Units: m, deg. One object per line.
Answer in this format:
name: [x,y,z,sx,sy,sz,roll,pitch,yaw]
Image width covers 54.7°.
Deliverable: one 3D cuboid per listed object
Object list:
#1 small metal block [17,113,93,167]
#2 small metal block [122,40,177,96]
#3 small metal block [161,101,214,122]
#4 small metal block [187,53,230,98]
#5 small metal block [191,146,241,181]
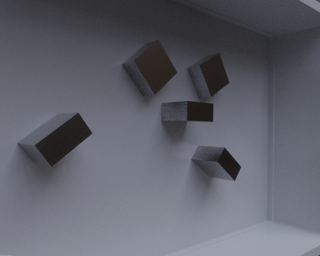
small metal block: [-0.104,0.010,0.305,0.050,0.050,0.025,-44,117,-31]
small metal block: [-0.012,-0.077,0.398,0.050,0.025,0.050,-48,119,-29]
small metal block: [0.037,-0.021,0.424,0.050,0.050,0.025,1,90,-40]
small metal block: [0.075,-0.080,0.472,0.050,0.025,0.050,-37,113,-34]
small metal block: [0.084,0.052,0.464,0.050,0.050,0.025,46,62,-31]
